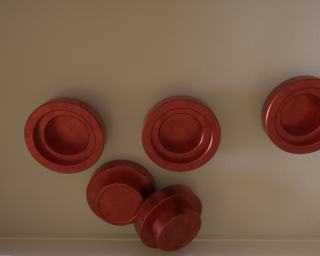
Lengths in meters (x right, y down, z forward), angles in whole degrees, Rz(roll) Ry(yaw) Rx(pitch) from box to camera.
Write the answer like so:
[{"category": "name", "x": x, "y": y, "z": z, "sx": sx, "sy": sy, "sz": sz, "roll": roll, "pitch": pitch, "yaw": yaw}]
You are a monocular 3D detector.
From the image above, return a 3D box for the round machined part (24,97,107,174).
[{"category": "round machined part", "x": -0.119, "y": 0.007, "z": 0.403, "sx": 0.099, "sy": 0.042, "sz": 0.097, "roll": 0, "pitch": 110, "yaw": 0}]

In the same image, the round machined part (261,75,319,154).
[{"category": "round machined part", "x": 0.179, "y": -0.019, "z": 0.397, "sx": 0.099, "sy": 0.042, "sz": 0.097, "roll": 0, "pitch": 110, "yaw": 0}]

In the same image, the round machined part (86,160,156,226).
[{"category": "round machined part", "x": -0.055, "y": 0.098, "z": 0.438, "sx": 0.099, "sy": 0.042, "sz": 0.097, "roll": 0, "pitch": 110, "yaw": 0}]

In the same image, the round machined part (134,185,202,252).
[{"category": "round machined part", "x": 0.018, "y": 0.130, "z": 0.428, "sx": 0.099, "sy": 0.042, "sz": 0.097, "roll": -15, "pitch": 124, "yaw": -23}]

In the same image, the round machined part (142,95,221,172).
[{"category": "round machined part", "x": 0.027, "y": 0.004, "z": 0.404, "sx": 0.099, "sy": 0.042, "sz": 0.097, "roll": 0, "pitch": 110, "yaw": 0}]
